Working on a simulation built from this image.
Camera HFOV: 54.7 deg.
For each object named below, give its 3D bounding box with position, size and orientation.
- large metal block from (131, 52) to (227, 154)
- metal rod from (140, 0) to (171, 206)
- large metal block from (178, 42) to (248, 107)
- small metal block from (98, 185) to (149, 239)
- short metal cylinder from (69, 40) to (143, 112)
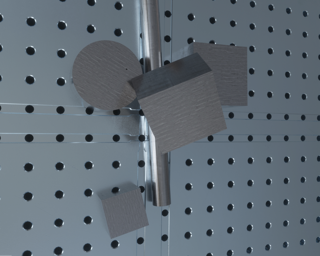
[{"bbox_3d":[0.022,-0.027,0.354,0.080,0.050,0.080,-22,127,1],"label":"large metal block"},{"bbox_3d":[-0.007,-0.047,0.410,0.025,0.025,0.298,-4,92,-20],"label":"metal rod"},{"bbox_3d":[0.071,-0.069,0.427,0.081,0.050,0.079,-1,90,-21],"label":"large metal block"},{"bbox_3d":[-0.047,0.106,0.396,0.050,0.025,0.050,-14,95,-20],"label":"small metal block"},{"bbox_3d":[-0.067,-0.060,0.375,0.081,0.050,0.079,0,90,-20],"label":"short metal cylinder"}]
